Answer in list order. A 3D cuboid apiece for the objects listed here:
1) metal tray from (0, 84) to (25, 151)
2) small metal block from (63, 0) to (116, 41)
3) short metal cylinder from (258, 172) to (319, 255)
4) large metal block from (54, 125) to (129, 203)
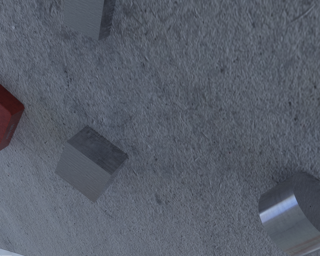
[{"bbox_3d":[-0.299,-0.023,0.547,0.090,0.030,0.129,42,129,-2],"label":"metal tray"},{"bbox_3d":[-0.083,-0.139,0.365,0.050,0.025,0.050,27,128,11],"label":"small metal block"},{"bbox_3d":[0.159,0.096,0.347,0.080,0.080,0.050,41,129,0],"label":"short metal cylinder"},{"bbox_3d":[-0.108,0.057,0.482,0.080,0.050,0.079,36,129,4],"label":"large metal block"}]
